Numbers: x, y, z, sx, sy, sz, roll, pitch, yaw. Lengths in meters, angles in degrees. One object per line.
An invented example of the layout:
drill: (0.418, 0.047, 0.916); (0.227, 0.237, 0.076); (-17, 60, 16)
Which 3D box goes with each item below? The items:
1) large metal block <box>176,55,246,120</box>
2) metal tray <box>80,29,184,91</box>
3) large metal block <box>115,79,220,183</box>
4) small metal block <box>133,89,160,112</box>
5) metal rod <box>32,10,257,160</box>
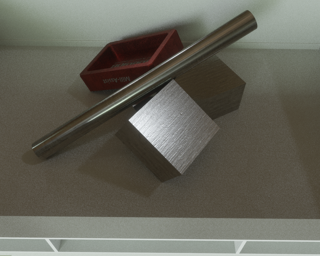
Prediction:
large metal block: (0.059, -0.056, 0.436); (0.081, 0.050, 0.080); (-23, 54, -19)
metal tray: (-0.042, -0.096, 0.447); (0.130, 0.030, 0.090); (0, 44, 34)
large metal block: (0.009, 0.004, 0.364); (0.080, 0.050, 0.080); (46, 59, -4)
small metal block: (-0.016, -0.048, 0.427); (0.050, 0.025, 0.050); (-33, 41, 4)
metal rod: (-0.021, -0.049, 0.373); (0.301, 0.025, 0.025); (-31, 54, 3)
